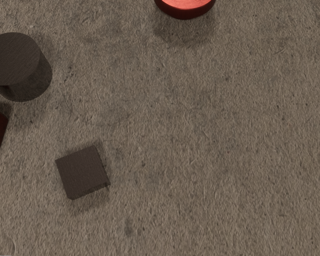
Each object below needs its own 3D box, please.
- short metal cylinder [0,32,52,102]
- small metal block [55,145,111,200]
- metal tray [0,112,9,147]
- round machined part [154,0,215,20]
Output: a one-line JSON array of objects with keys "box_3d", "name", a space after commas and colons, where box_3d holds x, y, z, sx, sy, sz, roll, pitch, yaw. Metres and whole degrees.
[{"box_3d": [-0.196, -0.082, 0.422, 0.081, 0.050, 0.080, 0, 70, 0], "name": "short metal cylinder"}, {"box_3d": [-0.096, 0.056, 0.387, 0.050, 0.025, 0.050, -22, 72, -8], "name": "small metal block"}, {"box_3d": [-0.258, 0.035, 0.389, 0.091, 0.030, 0.130, 7, 70, 2], "name": "metal tray"}, {"box_3d": [0.038, -0.207, 0.475, 0.099, 0.042, 0.098, 0, 70, -1], "name": "round machined part"}]
